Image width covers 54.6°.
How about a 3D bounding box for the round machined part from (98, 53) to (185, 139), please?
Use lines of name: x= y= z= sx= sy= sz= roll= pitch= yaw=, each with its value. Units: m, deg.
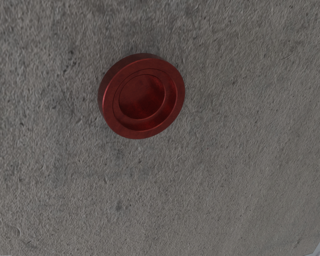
round machined part: x=-0.024 y=-0.039 z=0.358 sx=0.099 sy=0.042 sz=0.097 roll=-14 pitch=124 yaw=-21
